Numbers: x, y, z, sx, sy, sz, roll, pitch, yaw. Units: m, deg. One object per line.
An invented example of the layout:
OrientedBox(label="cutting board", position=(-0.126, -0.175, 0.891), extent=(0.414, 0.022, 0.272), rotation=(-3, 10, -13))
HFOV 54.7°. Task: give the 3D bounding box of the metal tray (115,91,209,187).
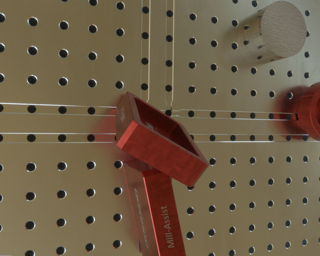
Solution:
OrientedBox(label="metal tray", position=(-0.004, 0.007, 0.354), extent=(0.090, 0.130, 0.030), rotation=(31, 102, -17))

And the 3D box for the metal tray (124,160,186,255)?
OrientedBox(label="metal tray", position=(-0.007, 0.106, 0.375), extent=(0.030, 0.090, 0.129), rotation=(-13, 95, -20))

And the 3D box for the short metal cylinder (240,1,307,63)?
OrientedBox(label="short metal cylinder", position=(0.168, -0.140, 0.461), extent=(0.081, 0.050, 0.079), rotation=(0, 90, -20))

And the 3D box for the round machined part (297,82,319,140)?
OrientedBox(label="round machined part", position=(0.264, -0.027, 0.501), extent=(0.099, 0.042, 0.097), rotation=(0, 90, -20))
